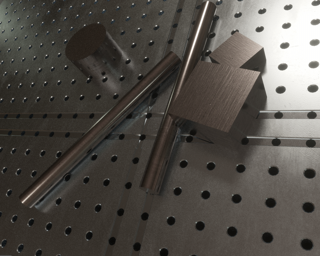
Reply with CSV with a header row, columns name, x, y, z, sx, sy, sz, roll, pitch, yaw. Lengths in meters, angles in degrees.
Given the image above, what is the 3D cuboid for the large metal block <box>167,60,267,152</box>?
name,x,y,z,sx,sy,sz,roll,pitch,yaw
large metal block,0.070,-0.028,0.372,0.080,0.050,0.080,21,72,35

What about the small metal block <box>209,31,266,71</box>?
name,x,y,z,sx,sy,sz,roll,pitch,yaw
small metal block,0.102,-0.094,0.411,0.050,0.025,0.050,-41,51,0

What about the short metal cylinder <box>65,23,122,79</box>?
name,x,y,z,sx,sy,sz,roll,pitch,yaw
short metal cylinder,-0.113,-0.131,0.530,0.080,0.050,0.080,-13,56,20

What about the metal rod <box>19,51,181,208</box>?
name,x,y,z,sx,sy,sz,roll,pitch,yaw
metal rod,-0.083,0.000,0.449,0.300,0.025,0.025,-44,51,-3

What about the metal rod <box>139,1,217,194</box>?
name,x,y,z,sx,sy,sz,roll,pitch,yaw
metal rod,0.031,-0.057,0.425,0.025,0.025,0.300,5,64,30
